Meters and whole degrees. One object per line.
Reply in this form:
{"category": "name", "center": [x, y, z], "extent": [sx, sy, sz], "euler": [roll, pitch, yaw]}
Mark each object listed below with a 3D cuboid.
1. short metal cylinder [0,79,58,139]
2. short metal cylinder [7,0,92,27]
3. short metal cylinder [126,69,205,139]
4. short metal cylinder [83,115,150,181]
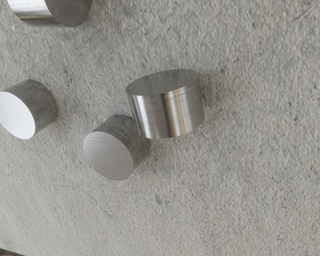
{"category": "short metal cylinder", "center": [-0.208, -0.029, 0.482], "extent": [0.080, 0.050, 0.079], "euler": [13, 124, 21]}
{"category": "short metal cylinder", "center": [-0.120, -0.152, 0.340], "extent": [0.050, 0.080, 0.079], "euler": [8, 122, 24]}
{"category": "short metal cylinder", "center": [0.007, -0.029, 0.350], "extent": [0.080, 0.080, 0.050], "euler": [1, 119, 28]}
{"category": "short metal cylinder", "center": [-0.061, 0.028, 0.440], "extent": [0.080, 0.050, 0.079], "euler": [13, 124, 21]}
